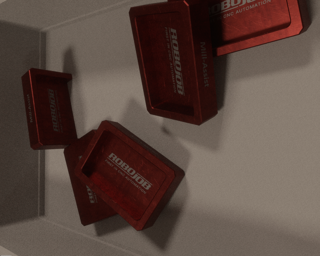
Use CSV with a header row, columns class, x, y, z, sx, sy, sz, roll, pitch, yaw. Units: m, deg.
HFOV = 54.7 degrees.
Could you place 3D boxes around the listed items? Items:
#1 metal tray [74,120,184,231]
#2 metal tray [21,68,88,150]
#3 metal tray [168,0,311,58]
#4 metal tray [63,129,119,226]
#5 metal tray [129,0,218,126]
class,x,y,z,sx,sy,sz,roll,pitch,yaw
metal tray,-0.044,0.059,0.412,0.130,0.030,0.090,34,99,24
metal tray,-0.175,-0.031,0.522,0.030,0.091,0.129,-23,74,40
metal tray,0.075,-0.126,0.320,0.130,0.030,0.089,-7,107,39
metal tray,-0.100,0.077,0.484,0.090,0.030,0.129,-29,72,35
metal tray,0.015,-0.074,0.351,0.090,0.030,0.129,15,124,44
